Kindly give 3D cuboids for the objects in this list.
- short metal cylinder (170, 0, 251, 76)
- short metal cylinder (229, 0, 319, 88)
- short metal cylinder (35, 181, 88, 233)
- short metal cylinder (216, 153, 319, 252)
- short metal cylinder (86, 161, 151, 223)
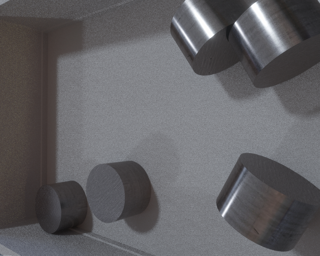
[{"bbox_3d":[0.058,-0.100,0.323,0.080,0.081,0.050,-41,65,32],"label":"short metal cylinder"},{"bbox_3d":[0.110,-0.079,0.280,0.080,0.081,0.050,-36,68,34],"label":"short metal cylinder"},{"bbox_3d":[-0.170,0.134,0.531,0.080,0.050,0.080,0,90,40],"label":"short metal cylinder"},{"bbox_3d":[0.100,0.066,0.288,0.080,0.081,0.050,36,112,34],"label":"short metal cylinder"},{"bbox_3d":[-0.059,0.089,0.440,0.080,0.050,0.080,0,90,40],"label":"short metal cylinder"}]
